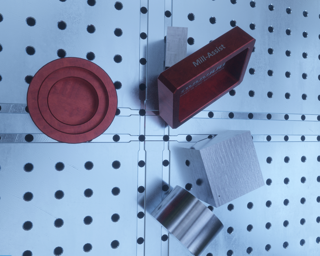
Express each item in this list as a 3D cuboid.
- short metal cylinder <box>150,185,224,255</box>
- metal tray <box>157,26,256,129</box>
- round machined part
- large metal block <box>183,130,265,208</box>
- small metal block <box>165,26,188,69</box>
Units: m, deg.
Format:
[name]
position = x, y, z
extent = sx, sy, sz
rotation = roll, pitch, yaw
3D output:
[short metal cylinder]
position = 0.034, 0.119, 0.397
extent = 0.050, 0.080, 0.080
rotation = -46, 105, -14
[metal tray]
position = 0.058, -0.063, 0.400
extent = 0.131, 0.090, 0.030
rotation = -35, 65, -17
[round machined part]
position = -0.103, -0.031, 0.366
extent = 0.099, 0.042, 0.097
rotation = 0, 90, -21
[large metal block]
position = 0.089, 0.053, 0.434
extent = 0.081, 0.050, 0.080
rotation = -19, 97, -19
[small metal block]
position = 0.020, -0.099, 0.405
extent = 0.025, 0.050, 0.050
rotation = 3, 89, -1
